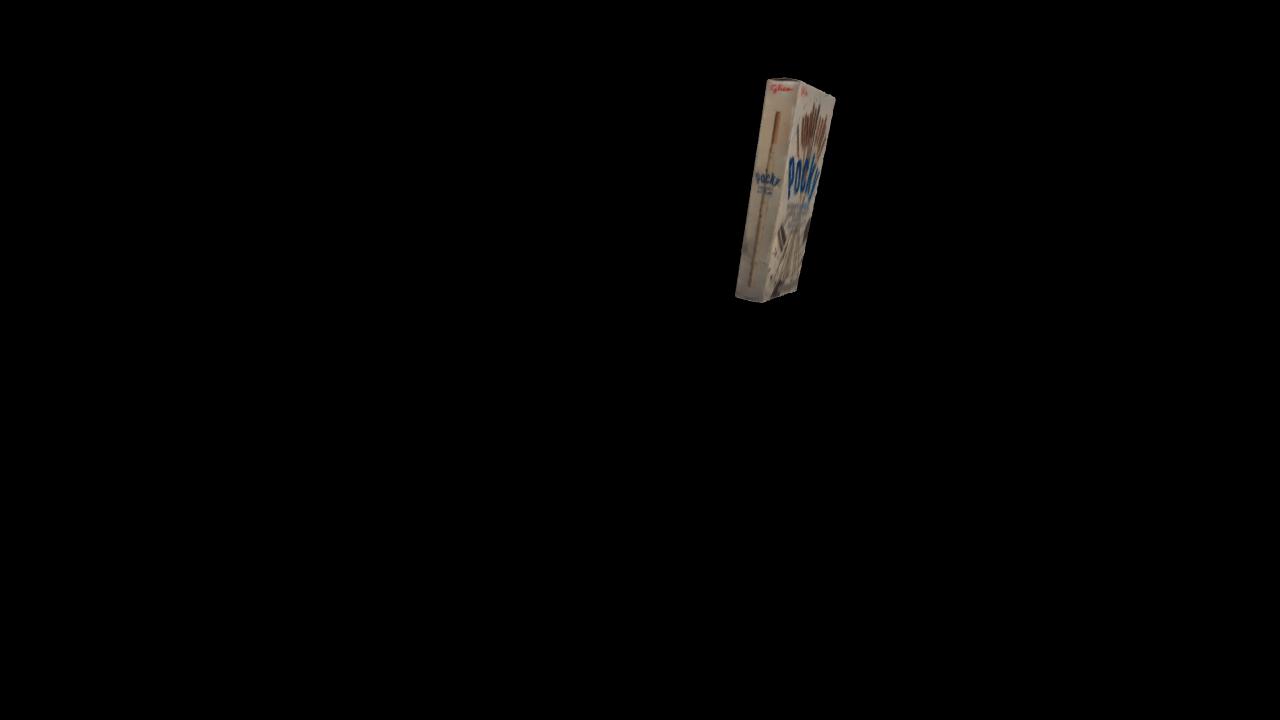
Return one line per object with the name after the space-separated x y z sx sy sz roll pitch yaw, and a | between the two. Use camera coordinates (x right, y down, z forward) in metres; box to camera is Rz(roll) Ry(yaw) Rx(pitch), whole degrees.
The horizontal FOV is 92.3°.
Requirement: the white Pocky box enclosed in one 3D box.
0.109 -0.124 0.467 0.028 0.154 0.084 17 21 29 | white Pocky box
